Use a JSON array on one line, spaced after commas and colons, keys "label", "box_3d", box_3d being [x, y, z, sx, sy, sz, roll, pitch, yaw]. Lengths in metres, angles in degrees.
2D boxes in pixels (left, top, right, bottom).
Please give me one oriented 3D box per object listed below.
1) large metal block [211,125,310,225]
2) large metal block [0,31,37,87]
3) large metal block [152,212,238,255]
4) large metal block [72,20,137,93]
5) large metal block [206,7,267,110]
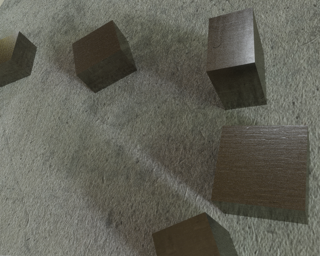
[{"label": "large metal block", "box_3d": [0.102, 0.044, 0.307, 0.080, 0.050, 0.080, 0, 62, 28]}, {"label": "large metal block", "box_3d": [-0.309, -0.141, 0.637, 0.080, 0.050, 0.080, -16, 55, 19]}, {"label": "large metal block", "box_3d": [0.041, 0.129, 0.267, 0.050, 0.080, 0.080, -26, 53, 12]}, {"label": "large metal block", "box_3d": [-0.092, -0.117, 0.508, 0.080, 0.050, 0.080, -27, 52, 11]}, {"label": "large metal block", "box_3d": [0.093, -0.079, 0.368, 0.050, 0.080, 0.080, -7, 59, 25]}]
